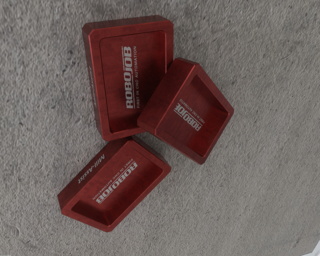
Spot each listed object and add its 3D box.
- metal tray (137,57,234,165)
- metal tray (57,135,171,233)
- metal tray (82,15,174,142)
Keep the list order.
[{"bbox_3d":[0.038,-0.015,0.382,0.090,0.030,0.130,-59,142,-4],"label":"metal tray"},{"bbox_3d":[-0.059,0.074,0.416,0.130,0.030,0.090,-46,129,4],"label":"metal tray"},{"bbox_3d":[-0.032,-0.055,0.352,0.091,0.030,0.129,-15,125,-20],"label":"metal tray"}]
